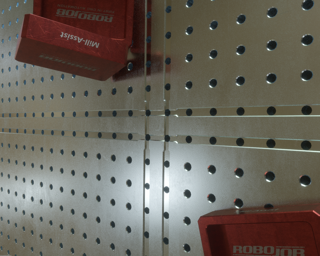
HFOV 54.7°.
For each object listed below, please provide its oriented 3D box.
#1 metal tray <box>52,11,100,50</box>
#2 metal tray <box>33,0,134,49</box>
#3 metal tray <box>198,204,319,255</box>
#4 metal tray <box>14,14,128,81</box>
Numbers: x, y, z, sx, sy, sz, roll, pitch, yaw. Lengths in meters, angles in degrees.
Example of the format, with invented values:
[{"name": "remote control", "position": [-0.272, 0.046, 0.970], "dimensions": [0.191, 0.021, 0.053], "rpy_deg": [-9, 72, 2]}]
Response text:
[{"name": "metal tray", "position": [-0.129, -0.164, 0.509], "dimensions": [0.090, 0.030, 0.130], "rpy_deg": [-32, 70, 35]}, {"name": "metal tray", "position": [-0.103, -0.160, 0.429], "dimensions": [0.030, 0.131, 0.089], "rpy_deg": [-165, 78, -77]}, {"name": "metal tray", "position": [0.108, 0.130, 0.316], "dimensions": [0.130, 0.030, 0.090], "rpy_deg": [-17, 80, 38]}, {"name": "metal tray", "position": [-0.120, -0.103, 0.420], "dimensions": [0.090, 0.131, 0.030], "rpy_deg": [-14, 69, 59]}]
